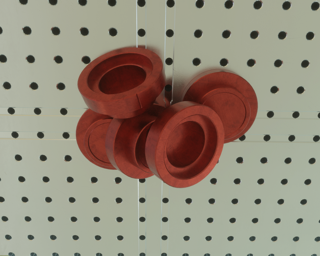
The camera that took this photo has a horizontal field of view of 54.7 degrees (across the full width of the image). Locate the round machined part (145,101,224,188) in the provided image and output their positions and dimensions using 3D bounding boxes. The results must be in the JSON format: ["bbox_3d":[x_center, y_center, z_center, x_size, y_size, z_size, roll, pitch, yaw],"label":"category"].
[{"bbox_3d":[0.024,0.016,0.359,0.099,0.042,0.097,-12,112,-31],"label":"round machined part"}]

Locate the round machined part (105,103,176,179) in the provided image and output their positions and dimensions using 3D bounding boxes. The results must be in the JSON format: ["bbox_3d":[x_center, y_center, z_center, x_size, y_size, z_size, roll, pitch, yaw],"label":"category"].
[{"bbox_3d":[-0.014,0.018,0.385,0.099,0.042,0.097,-12,110,-36],"label":"round machined part"}]

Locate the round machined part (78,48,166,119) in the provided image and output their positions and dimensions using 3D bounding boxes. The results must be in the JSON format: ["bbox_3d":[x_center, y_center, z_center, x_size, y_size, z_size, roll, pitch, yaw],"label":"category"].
[{"bbox_3d":[-0.041,-0.049,0.361,0.099,0.098,0.042,-12,135,4],"label":"round machined part"}]

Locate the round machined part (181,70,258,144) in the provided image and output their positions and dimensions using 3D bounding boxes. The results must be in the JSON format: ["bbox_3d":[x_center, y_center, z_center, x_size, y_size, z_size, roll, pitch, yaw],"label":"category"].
[{"bbox_3d":[0.077,-0.023,0.397,0.099,0.042,0.097,0,110,-1],"label":"round machined part"}]

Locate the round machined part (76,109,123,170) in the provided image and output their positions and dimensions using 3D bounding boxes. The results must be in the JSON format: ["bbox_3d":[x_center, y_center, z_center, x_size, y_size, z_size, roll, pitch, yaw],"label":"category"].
[{"bbox_3d":[-0.062,0.012,0.408,0.099,0.042,0.097,0,110,-1],"label":"round machined part"}]
